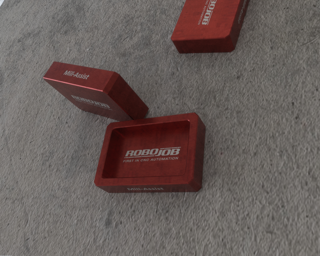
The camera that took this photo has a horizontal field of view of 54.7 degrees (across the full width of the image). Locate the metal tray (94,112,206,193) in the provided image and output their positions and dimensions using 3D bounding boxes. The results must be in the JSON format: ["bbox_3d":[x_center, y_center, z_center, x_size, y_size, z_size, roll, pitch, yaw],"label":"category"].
[{"bbox_3d":[-0.012,0.033,0.386,0.130,0.030,0.090,-6,59,25],"label":"metal tray"}]

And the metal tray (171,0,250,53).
[{"bbox_3d":[0.079,-0.173,0.465,0.090,0.030,0.130,7,65,31],"label":"metal tray"}]

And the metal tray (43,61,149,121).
[{"bbox_3d":[-0.091,-0.049,0.439,0.130,0.090,0.030,16,70,34],"label":"metal tray"}]
